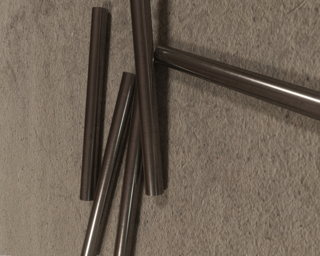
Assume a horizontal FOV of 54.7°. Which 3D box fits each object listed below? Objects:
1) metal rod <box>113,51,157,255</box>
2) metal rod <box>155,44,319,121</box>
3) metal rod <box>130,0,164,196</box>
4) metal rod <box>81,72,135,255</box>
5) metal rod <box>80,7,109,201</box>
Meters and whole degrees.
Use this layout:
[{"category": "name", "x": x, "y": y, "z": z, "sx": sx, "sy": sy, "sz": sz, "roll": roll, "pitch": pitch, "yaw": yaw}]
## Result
[{"category": "metal rod", "x": -0.035, "y": 0.046, "z": 0.431, "sx": 0.025, "sy": 0.025, "sz": 0.298, "roll": 13, "pitch": 98, "yaw": 39}, {"category": "metal rod", "x": 0.108, "y": -0.040, "z": 0.314, "sx": 0.300, "sy": 0.025, "sz": 0.025, "roll": 28, "pitch": 107, "yaw": 36}, {"category": "metal rod", "x": -0.018, "y": -0.062, "z": 0.393, "sx": 0.025, "sy": 0.025, "sz": 0.298, "roll": 1, "pitch": 98, "yaw": 39}, {"category": "metal rod", "x": -0.077, "y": 0.065, "z": 0.465, "sx": 0.025, "sy": 0.025, "sz": 0.298, "roll": 24, "pitch": 105, "yaw": 37}, {"category": "metal rod", "x": -0.104, "y": -0.035, "z": 0.488, "sx": 0.025, "sy": 0.025, "sz": 0.298, "roll": 8, "pitch": 95, "yaw": 39}]
